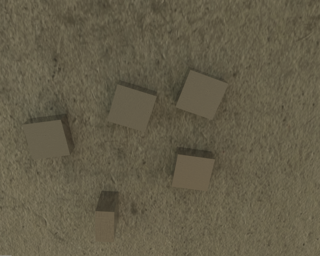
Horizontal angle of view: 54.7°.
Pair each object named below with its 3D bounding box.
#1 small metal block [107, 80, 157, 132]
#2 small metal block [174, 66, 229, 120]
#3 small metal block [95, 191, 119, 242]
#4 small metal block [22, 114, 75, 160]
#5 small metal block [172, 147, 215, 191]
[{"bbox_3d":[-0.036,-0.028,0.399,0.050,0.025,0.050,17,109,-7],"label":"small metal block"},{"bbox_3d":[0.051,-0.044,0.394,0.050,0.025,0.050,19,109,-7],"label":"small metal block"},{"bbox_3d":[-0.075,0.125,0.442,0.025,0.050,0.050,3,110,-2],"label":"small metal block"},{"bbox_3d":[-0.147,0.011,0.412,0.050,0.025,0.050,-8,110,2],"label":"small metal block"},{"bbox_3d":[0.045,0.057,0.432,0.050,0.025,0.050,8,110,-4],"label":"small metal block"}]
